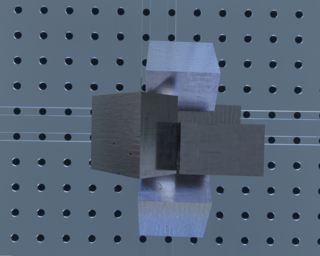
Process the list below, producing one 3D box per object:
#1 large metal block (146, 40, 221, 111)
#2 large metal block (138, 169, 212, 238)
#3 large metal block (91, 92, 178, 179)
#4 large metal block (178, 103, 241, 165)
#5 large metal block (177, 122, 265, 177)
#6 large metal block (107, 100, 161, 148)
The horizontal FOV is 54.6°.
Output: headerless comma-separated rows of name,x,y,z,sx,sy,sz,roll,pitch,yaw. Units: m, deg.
large metal block,0.025,-0.066,0.379,0.080,0.080,0.050,2,128,0
large metal block,0.016,0.091,0.380,0.080,0.050,0.080,2,135,0
large metal block,-0.029,0.006,0.328,0.080,0.050,0.080,2,91,45
large metal block,0.057,0.011,0.401,0.080,0.050,0.080,3,90,0
large metal block,0.060,0.020,0.336,0.080,0.080,0.050,2,90,0
large metal block,-0.028,0.006,0.401,0.080,0.050,0.080,7,90,0
